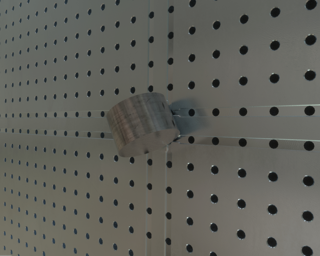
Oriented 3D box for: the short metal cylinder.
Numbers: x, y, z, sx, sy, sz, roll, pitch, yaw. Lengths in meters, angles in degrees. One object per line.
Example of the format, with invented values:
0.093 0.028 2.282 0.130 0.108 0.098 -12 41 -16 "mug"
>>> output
-0.021 -0.002 0.391 0.080 0.081 0.050 -35 68 35 "short metal cylinder"
